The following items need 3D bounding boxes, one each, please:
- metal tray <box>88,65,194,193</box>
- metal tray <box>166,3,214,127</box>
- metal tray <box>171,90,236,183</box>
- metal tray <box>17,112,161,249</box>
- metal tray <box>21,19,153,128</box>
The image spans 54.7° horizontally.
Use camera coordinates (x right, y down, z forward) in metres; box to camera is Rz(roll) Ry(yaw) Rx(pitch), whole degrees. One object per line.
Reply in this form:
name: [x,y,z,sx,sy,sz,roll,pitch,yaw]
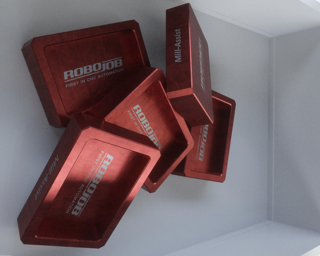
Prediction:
metal tray: [-0.015,0.004,0.363,0.090,0.030,0.130,-47,133,-22]
metal tray: [0.038,-0.077,0.390,0.090,0.030,0.130,44,41,-56]
metal tray: [0.066,0.011,0.459,0.091,0.030,0.129,16,80,-39]
metal tray: [-0.069,0.058,0.307,0.091,0.030,0.129,22,105,-38]
metal tray: [-0.070,-0.063,0.343,0.131,0.030,0.089,-26,107,-37]
